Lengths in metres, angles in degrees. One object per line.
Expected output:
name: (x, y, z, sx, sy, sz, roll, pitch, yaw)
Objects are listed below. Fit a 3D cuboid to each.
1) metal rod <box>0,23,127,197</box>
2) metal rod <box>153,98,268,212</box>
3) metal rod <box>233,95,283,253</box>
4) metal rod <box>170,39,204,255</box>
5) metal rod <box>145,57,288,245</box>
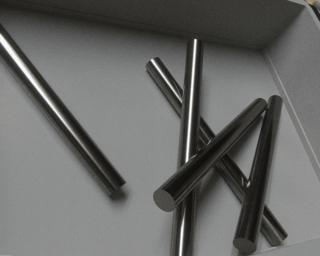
metal rod: (-0.142, -0.047, 0.358, 0.025, 0.025, 0.300, -34, 81, -38)
metal rod: (0.087, 0.015, 0.410, 0.025, 0.025, 0.302, 50, 41, 6)
metal rod: (0.147, 0.039, 0.439, 0.025, 0.025, 0.301, 37, 43, -4)
metal rod: (0.038, 0.010, 0.397, 0.025, 0.025, 0.299, 16, 62, -20)
metal rod: (0.072, 0.024, 0.431, 0.025, 0.025, 0.299, -26, 76, -37)
